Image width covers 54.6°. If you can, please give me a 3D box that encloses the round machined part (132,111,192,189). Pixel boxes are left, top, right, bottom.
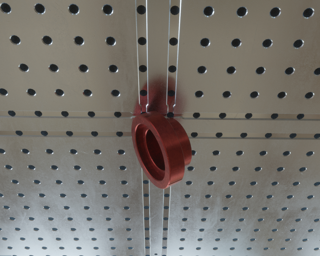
[{"bbox_3d":[0.005,0.025,0.397,0.042,0.098,0.097,-19,136,-25],"label":"round machined part"}]
